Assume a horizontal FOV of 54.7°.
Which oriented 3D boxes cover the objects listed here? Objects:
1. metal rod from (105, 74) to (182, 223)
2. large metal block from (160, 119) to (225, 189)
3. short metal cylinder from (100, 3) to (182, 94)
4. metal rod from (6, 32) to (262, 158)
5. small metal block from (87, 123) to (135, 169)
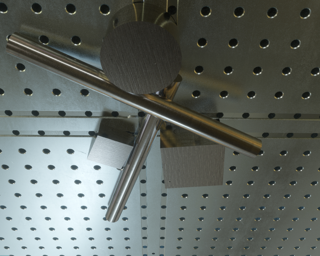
[{"bbox_3d":[-0.035,0.047,0.450,0.025,0.025,0.298,15,129,-13],"label":"metal rod"},{"bbox_3d":[0.044,0.036,0.427,0.080,0.050,0.080,-4,130,3],"label":"large metal block"},{"bbox_3d":[-0.019,-0.083,0.325,0.081,0.050,0.079,0,130,0],"label":"short metal cylinder"},{"bbox_3d":[-0.021,-0.033,0.354,0.302,0.025,0.025,23,127,-8],"label":"metal rod"},{"bbox_3d":[-0.069,0.027,0.433,0.050,0.025,0.050,19,127,-16],"label":"small metal block"}]
